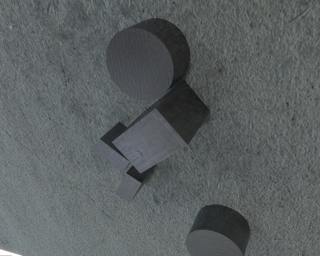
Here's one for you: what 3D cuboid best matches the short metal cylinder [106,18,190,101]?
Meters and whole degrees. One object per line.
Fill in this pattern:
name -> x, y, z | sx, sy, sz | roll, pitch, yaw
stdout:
short metal cylinder -> -0.013, -0.077, 0.348 | 0.080, 0.050, 0.079 | 13, 124, 20

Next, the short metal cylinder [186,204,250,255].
short metal cylinder -> 0.083, 0.157, 0.443 | 0.080, 0.050, 0.079 | 13, 124, 20

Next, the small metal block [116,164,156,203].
small metal block -> -0.034, 0.073, 0.452 | 0.025, 0.050, 0.050 | 33, 129, 6

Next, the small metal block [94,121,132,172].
small metal block -> -0.055, 0.025, 0.434 | 0.050, 0.050, 0.025 | 37, 129, 3

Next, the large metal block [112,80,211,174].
large metal block -> 0.003, -0.002, 0.367 | 0.050, 0.080, 0.080 | 49, 128, -7
